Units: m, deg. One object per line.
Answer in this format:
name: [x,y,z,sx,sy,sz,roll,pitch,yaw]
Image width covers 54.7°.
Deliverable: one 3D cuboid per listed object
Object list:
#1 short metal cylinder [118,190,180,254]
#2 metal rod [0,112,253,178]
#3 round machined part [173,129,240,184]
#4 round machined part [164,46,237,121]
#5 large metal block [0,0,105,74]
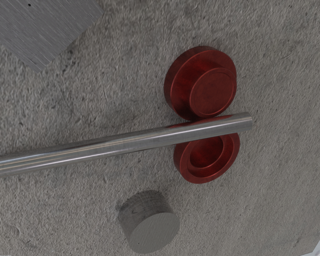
short metal cylinder: [-0.017,0.142,0.469,0.081,0.050,0.079,-14,124,-21]
metal rod: [-0.031,0.017,0.370,0.302,0.025,0.025,-10,123,-12]
round machined part: [0.063,0.029,0.448,0.099,0.042,0.097,-14,124,-21]
round machined part: [0.058,-0.051,0.396,0.099,0.042,0.097,-14,124,-21]
large metal block: [-0.110,-0.108,0.264,0.080,0.050,0.080,-43,130,1]
